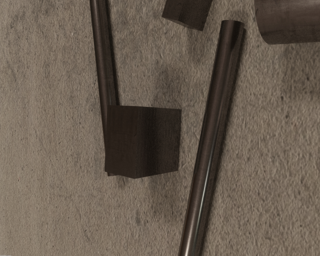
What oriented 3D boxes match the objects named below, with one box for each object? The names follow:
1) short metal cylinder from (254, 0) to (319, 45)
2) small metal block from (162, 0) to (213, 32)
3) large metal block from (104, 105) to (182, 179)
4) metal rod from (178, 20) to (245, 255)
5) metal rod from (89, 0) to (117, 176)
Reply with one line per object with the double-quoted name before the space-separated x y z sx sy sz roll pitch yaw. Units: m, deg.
"short metal cylinder" 0.122 -0.115 0.268 0.050 0.081 0.079 8 95 39
"small metal block" 0.034 -0.145 0.359 0.025 0.050 0.050 28 107 36
"large metal block" -0.019 0.014 0.383 0.050 0.081 0.079 5 93 39
"metal rod" 0.055 0.031 0.357 0.025 0.025 0.298 16 100 38
"metal rod" -0.083 -0.078 0.470 0.025 0.025 0.298 -11 83 39
